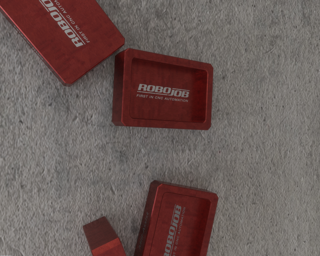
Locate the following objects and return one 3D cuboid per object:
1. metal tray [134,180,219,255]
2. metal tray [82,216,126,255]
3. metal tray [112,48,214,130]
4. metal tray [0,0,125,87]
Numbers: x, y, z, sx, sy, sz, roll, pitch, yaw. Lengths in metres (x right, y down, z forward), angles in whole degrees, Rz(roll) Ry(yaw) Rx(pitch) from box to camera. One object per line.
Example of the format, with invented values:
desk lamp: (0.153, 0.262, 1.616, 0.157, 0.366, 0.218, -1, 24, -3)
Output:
metal tray: (0.020, 0.142, 0.413, 0.091, 0.030, 0.129, 14, 85, -20)
metal tray: (-0.048, 0.177, 0.356, 0.030, 0.090, 0.129, -21, 97, -19)
metal tray: (0.007, -0.044, 0.396, 0.131, 0.030, 0.089, 3, 89, -31)
metal tray: (-0.116, -0.125, 0.363, 0.090, 0.030, 0.130, -42, 103, -15)
